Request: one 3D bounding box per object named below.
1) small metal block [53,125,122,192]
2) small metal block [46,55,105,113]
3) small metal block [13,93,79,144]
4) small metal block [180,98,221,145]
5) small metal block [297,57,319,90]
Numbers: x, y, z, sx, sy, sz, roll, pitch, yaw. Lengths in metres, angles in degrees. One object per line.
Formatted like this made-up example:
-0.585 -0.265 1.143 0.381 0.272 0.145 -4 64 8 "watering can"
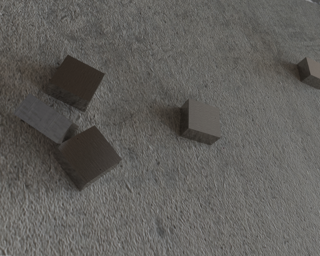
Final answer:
-0.080 0.033 0.341 0.050 0.025 0.050 -34 81 -38 "small metal block"
-0.103 -0.055 0.381 0.050 0.025 0.050 27 52 -12 "small metal block"
-0.117 -0.008 0.325 0.050 0.050 0.025 35 82 -4 "small metal block"
0.057 -0.008 0.439 0.050 0.025 0.050 16 55 -19 "small metal block"
0.318 -0.114 0.644 0.050 0.025 0.050 17 55 -18 "small metal block"
